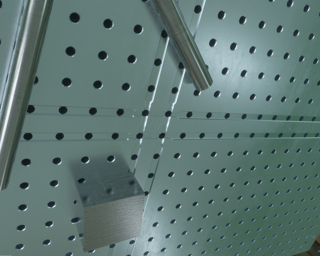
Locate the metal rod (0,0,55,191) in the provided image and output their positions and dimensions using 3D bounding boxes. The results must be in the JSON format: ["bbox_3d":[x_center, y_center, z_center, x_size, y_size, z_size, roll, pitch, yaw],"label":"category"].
[{"bbox_3d":[-0.130,-0.066,0.299,0.025,0.025,0.298,10,114,-33],"label":"metal rod"}]

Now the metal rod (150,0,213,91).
[{"bbox_3d":[-0.009,-0.152,0.313,0.025,0.025,0.300,-38,130,-3],"label":"metal rod"}]

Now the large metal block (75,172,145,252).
[{"bbox_3d":[-0.071,0.114,0.428,0.081,0.050,0.079,-8,122,-25],"label":"large metal block"}]
